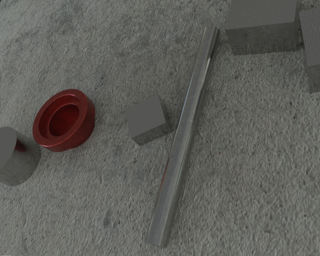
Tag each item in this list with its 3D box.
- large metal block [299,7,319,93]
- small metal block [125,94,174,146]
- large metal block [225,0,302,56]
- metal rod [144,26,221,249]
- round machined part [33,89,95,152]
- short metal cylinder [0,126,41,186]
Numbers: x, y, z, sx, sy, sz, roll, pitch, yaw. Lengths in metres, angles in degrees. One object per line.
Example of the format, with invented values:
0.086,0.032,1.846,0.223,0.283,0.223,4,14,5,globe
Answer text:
0.202,-0.091,0.338,0.080,0.050,0.080,-8,58,24,large metal block
-0.015,-0.011,0.417,0.050,0.025,0.050,-24,53,13,small metal block
0.137,-0.145,0.404,0.080,0.050,0.080,3,63,29,large metal block
0.035,-0.007,0.388,0.025,0.025,0.300,3,63,29,metal rod
-0.139,-0.007,0.468,0.098,0.042,0.098,-13,56,20,round machined part
-0.235,0.044,0.481,0.080,0.050,0.080,-13,56,20,short metal cylinder
